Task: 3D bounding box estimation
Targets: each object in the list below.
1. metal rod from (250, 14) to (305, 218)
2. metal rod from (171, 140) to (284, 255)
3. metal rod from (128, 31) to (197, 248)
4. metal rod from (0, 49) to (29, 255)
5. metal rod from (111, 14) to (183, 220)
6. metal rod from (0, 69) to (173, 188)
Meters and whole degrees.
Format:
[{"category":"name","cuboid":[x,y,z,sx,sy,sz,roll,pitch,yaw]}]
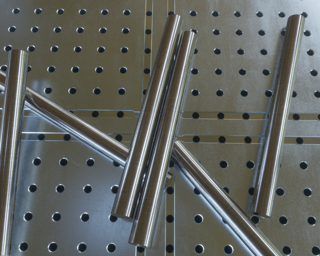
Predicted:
[{"category":"metal rod","cuboid":[0.164,-0.030,0.423,0.025,0.025,0.300,16,71,6]},{"category":"metal rod","cuboid":[0.112,0.132,0.363,0.025,0.025,0.300,-38,75,-13]},{"category":"metal rod","cuboid":[0.011,-0.006,0.394,0.025,0.025,0.300,12,63,4]},{"category":"metal rod","cuboid":[-0.186,0.046,0.377,0.025,0.025,0.299,-1,76,0]},{"category":"metal rod","cuboid":[-0.009,-0.033,0.406,0.025,0.025,0.300,12,64,4]},{"category":"metal rod","cuboid":[-0.118,-0.006,0.413,0.301,0.025,0.025,30,73,10]}]
